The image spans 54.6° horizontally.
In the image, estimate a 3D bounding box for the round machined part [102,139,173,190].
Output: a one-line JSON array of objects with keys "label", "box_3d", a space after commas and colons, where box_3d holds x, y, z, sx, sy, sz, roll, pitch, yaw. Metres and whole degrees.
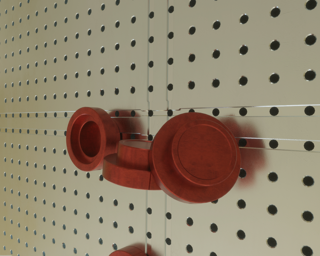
[{"label": "round machined part", "box_3d": [-0.019, 0.040, 0.378, 0.098, 0.099, 0.042, 12, 98, 39]}]

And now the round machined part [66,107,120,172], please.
[{"label": "round machined part", "box_3d": [-0.100, 0.017, 0.482, 0.098, 0.042, 0.097, 0, 90, 40]}]

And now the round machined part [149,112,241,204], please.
[{"label": "round machined part", "box_3d": [0.040, 0.029, 0.326, 0.042, 0.099, 0.098, 127, 129, -69]}]

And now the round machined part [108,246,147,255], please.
[{"label": "round machined part", "box_3d": [-0.050, 0.224, 0.441, 0.098, 0.042, 0.097, 0, 90, 40]}]
